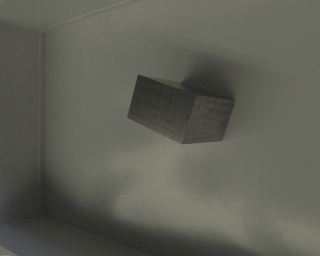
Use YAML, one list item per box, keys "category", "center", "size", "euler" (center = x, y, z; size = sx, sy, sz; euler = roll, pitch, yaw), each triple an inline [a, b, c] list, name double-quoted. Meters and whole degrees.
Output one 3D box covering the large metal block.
- category: "large metal block"
  center: [0.024, -0.021, 0.349]
  size: [0.080, 0.081, 0.050]
  euler: [25, 106, 37]
